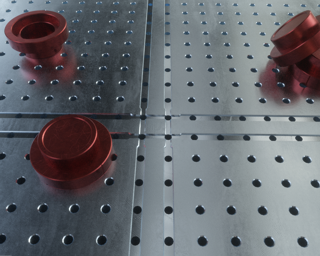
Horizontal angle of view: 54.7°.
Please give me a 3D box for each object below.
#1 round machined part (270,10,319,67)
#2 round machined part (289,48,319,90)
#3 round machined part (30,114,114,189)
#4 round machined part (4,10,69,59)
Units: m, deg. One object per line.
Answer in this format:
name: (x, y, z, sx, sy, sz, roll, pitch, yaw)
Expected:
round machined part: (0.214, -0.144, 0.481, 0.042, 0.098, 0.098, 47, 55, -13)
round machined part: (0.261, -0.106, 0.489, 0.099, 0.042, 0.098, 0, 50, 0)
round machined part: (-0.108, 0.021, 0.377, 0.099, 0.042, 0.098, 0, 50, 0)
round machined part: (-0.204, -0.155, 0.524, 0.099, 0.042, 0.098, 0, 50, 0)
